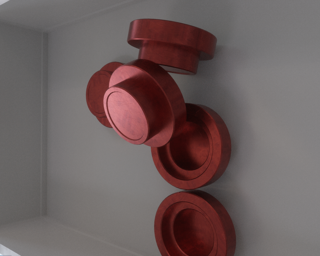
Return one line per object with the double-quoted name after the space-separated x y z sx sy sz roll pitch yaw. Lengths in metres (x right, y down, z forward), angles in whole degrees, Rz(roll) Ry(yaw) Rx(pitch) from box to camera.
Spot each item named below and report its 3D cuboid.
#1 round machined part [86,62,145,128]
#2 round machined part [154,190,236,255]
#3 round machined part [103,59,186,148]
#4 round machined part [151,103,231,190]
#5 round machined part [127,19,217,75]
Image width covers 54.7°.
-0.071 -0.049 0.455 0.098 0.042 0.097 0 90 40 "round machined part"
0.044 0.120 0.360 0.098 0.042 0.097 0 90 40 "round machined part"
-0.023 -0.021 0.334 0.098 0.042 0.097 27 135 32 "round machined part"
0.039 0.020 0.363 0.098 0.042 0.097 0 90 40 "round machined part"
0.011 -0.086 0.349 0.098 0.099 0.042 15 97 39 "round machined part"
